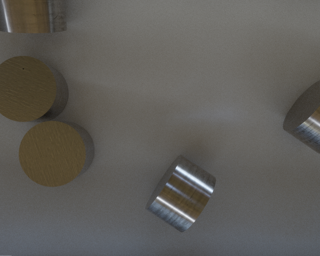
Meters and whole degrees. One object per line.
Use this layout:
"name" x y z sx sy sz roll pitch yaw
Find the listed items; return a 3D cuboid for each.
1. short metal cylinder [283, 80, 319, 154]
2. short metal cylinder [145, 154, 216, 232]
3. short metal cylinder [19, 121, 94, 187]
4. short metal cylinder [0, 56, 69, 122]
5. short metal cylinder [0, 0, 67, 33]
"short metal cylinder" 0.201 -0.015 0.385 0.050 0.080 0.080 35 90 0
"short metal cylinder" 0.025 0.080 0.384 0.050 0.080 0.080 34 90 0
"short metal cylinder" -0.130 0.031 0.398 0.081 0.050 0.080 0 90 0
"short metal cylinder" -0.165 -0.047 0.397 0.081 0.050 0.080 0 90 0
"short metal cylinder" -0.157 -0.146 0.376 0.081 0.080 0.050 2 113 0
